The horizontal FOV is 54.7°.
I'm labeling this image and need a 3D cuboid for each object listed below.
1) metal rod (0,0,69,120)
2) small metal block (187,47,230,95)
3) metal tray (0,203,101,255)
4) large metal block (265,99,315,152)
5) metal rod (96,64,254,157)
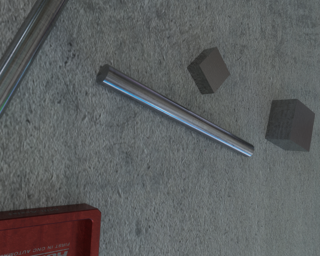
[{"bbox_3d":[-0.144,-0.040,0.284,0.025,0.025,0.299,34,69,-35],"label":"metal rod"},{"bbox_3d":[0.075,-0.087,0.470,0.050,0.025,0.050,-49,119,-29],"label":"small metal block"},{"bbox_3d":[-0.124,0.126,0.298,0.131,0.030,0.089,5,87,-40],"label":"metal tray"},{"bbox_3d":[0.257,-0.004,0.608,0.080,0.050,0.080,24,75,-38],"label":"large metal block"},{"bbox_3d":[0.043,-0.011,0.443,0.302,0.025,0.025,25,75,-38],"label":"metal rod"}]
